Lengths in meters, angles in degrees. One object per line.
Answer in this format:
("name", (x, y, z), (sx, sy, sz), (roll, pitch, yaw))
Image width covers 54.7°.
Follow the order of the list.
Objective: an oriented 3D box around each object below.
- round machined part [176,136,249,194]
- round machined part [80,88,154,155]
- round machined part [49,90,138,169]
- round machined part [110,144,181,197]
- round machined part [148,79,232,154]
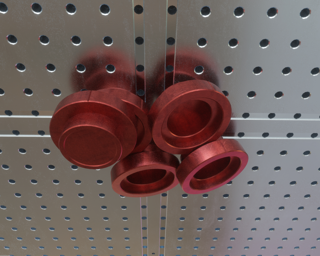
("round machined part", (0.067, 0.046, 0.425), (0.099, 0.042, 0.097), (-17, 143, -13))
("round machined part", (-0.057, -0.010, 0.391), (0.099, 0.042, 0.097), (-1, 130, 0))
("round machined part", (-0.075, 0.009, 0.351), (0.099, 0.042, 0.097), (-1, 130, 0))
("round machined part", (-0.020, 0.058, 0.438), (0.099, 0.042, 0.098), (-8, 145, -6))
("round machined part", (0.032, -0.017, 0.375), (0.099, 0.042, 0.097), (-11, 133, -12))
